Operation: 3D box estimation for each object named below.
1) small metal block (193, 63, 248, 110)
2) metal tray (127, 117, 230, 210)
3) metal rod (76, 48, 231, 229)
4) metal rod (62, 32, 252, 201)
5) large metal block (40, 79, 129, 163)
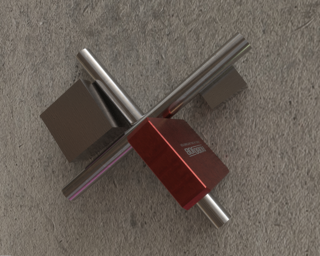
[{"bbox_3d":[0.073,-0.057,0.384,0.050,0.025,0.050,-37,79,16],"label":"small metal block"},{"bbox_3d":[0.027,0.032,0.343,0.030,0.130,0.090,-44,76,15],"label":"metal tray"},{"bbox_3d":[-0.016,0.005,0.415,0.025,0.025,0.300,-44,77,14],"label":"metal rod"},{"bbox_3d":[-0.014,-0.005,0.387,0.299,0.025,0.025,-41,78,15],"label":"metal rod"},{"bbox_3d":[-0.104,-0.009,0.431,0.080,0.050,0.080,-38,78,15],"label":"large metal block"}]
